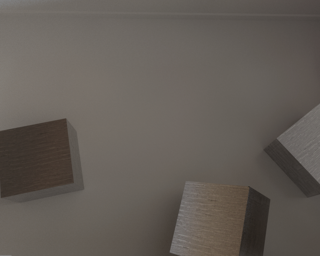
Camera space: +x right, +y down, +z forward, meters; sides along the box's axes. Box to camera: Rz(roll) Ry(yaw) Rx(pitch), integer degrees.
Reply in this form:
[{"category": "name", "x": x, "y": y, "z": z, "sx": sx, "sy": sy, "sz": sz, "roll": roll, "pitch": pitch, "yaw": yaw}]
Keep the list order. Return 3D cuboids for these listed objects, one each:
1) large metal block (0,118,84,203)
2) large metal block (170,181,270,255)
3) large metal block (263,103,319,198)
[{"category": "large metal block", "x": -0.144, "y": 0.041, "z": 0.380, "sx": 0.081, "sy": 0.050, "sz": 0.080, "roll": -11, "pitch": 71, "yaw": -4}, {"category": "large metal block", "x": 0.066, "y": 0.106, "z": 0.336, "sx": 0.080, "sy": 0.050, "sz": 0.080, "roll": -4, "pitch": 63, "yaw": 43}, {"category": "large metal block", "x": 0.194, "y": 0.027, "z": 0.387, "sx": 0.080, "sy": 0.050, "sz": 0.080, "roll": -36, "pitch": 74, "yaw": -12}]
